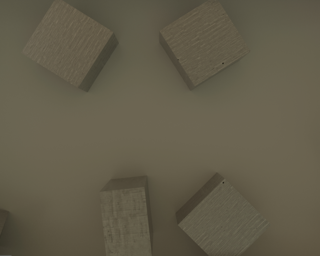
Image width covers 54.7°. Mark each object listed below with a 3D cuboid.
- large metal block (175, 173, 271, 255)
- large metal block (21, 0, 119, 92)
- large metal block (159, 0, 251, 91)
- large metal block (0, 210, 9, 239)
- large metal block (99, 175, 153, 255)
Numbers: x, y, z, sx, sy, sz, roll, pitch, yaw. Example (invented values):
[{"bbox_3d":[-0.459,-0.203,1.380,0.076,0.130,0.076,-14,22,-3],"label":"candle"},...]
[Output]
[{"bbox_3d":[0.078,0.117,0.400,0.080,0.050,0.080,-45,91,0],"label":"large metal block"},{"bbox_3d":[-0.112,-0.103,0.397,0.080,0.050,0.080,32,90,-1],"label":"large metal block"},{"bbox_3d":[0.055,-0.105,0.400,0.080,0.050,0.080,-32,90,0],"label":"large metal block"},{"bbox_3d":[-0.236,0.130,0.370,0.081,0.080,0.050,17,90,-20],"label":"large metal block"},{"bbox_3d":[-0.038,0.107,0.384,0.050,0.080,0.079,-6,90,0],"label":"large metal block"}]
